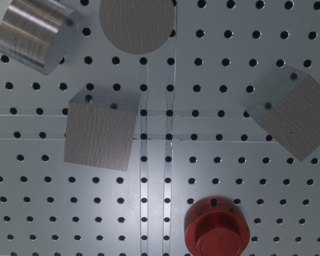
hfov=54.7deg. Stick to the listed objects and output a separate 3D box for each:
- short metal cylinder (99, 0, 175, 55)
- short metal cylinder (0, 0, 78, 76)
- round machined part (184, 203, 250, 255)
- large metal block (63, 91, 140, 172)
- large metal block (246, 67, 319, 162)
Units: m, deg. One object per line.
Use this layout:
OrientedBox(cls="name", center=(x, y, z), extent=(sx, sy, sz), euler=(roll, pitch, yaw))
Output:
OrientedBox(cls="short metal cylinder", center=(-0.024, -0.127, 0.353), extent=(0.081, 0.050, 0.079), euler=(0, 110, 0))
OrientedBox(cls="short metal cylinder", center=(-0.133, -0.106, 0.344), extent=(0.050, 0.080, 0.080), euler=(27, 108, -10))
OrientedBox(cls="round machined part", center=(0.087, 0.166, 0.466), extent=(0.099, 0.042, 0.097), euler=(0, 110, 0))
OrientedBox(cls="large metal block", center=(-0.074, 0.004, 0.401), extent=(0.081, 0.050, 0.079), euler=(10, 110, -4))
OrientedBox(cls="large metal block", center=(0.174, -0.018, 0.395), extent=(0.080, 0.050, 0.080), euler=(39, 105, -13))
